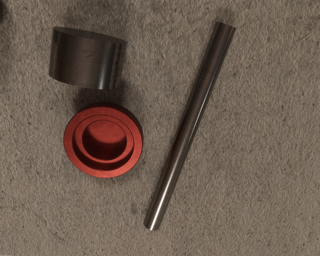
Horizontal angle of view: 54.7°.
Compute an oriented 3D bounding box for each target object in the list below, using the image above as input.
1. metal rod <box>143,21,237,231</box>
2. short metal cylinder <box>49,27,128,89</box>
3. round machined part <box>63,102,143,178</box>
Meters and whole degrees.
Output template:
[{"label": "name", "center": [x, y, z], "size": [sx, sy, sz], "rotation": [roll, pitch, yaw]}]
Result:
[{"label": "metal rod", "center": [0.033, 0.011, 0.414], "size": [0.025, 0.025, 0.298], "rotation": [17, 109, -7]}, {"label": "short metal cylinder", "center": [-0.081, -0.080, 0.350], "size": [0.081, 0.080, 0.050], "rotation": [11, 110, -5]}, {"label": "round machined part", "center": [-0.071, 0.012, 0.404], "size": [0.099, 0.042, 0.097], "rotation": [0, 110, -1]}]
